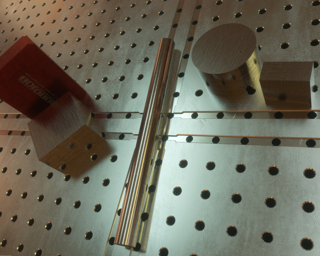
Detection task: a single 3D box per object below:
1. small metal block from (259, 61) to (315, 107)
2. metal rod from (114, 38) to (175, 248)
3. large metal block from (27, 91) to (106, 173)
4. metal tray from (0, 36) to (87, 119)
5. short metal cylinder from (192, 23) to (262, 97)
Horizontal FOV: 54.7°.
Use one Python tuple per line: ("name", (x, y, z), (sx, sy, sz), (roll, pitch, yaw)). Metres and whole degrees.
("small metal block", (0.143, -0.049, 0.347), (0.050, 0.050, 0.025), (7, 65, 31))
("metal rod", (-0.014, 0.000, 0.413), (0.025, 0.025, 0.299), (-3, 60, 26))
("large metal block", (-0.140, 0.006, 0.460), (0.080, 0.050, 0.080), (-38, 51, 2))
("metal tray", (-0.188, -0.064, 0.476), (0.090, 0.130, 0.030), (-45, 51, -3))
("short metal cylinder", (0.087, -0.087, 0.399), (0.080, 0.050, 0.080), (-13, 56, 20))
